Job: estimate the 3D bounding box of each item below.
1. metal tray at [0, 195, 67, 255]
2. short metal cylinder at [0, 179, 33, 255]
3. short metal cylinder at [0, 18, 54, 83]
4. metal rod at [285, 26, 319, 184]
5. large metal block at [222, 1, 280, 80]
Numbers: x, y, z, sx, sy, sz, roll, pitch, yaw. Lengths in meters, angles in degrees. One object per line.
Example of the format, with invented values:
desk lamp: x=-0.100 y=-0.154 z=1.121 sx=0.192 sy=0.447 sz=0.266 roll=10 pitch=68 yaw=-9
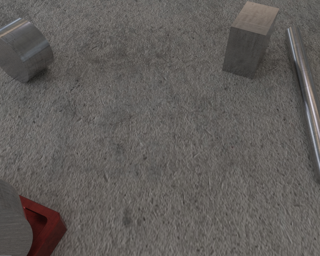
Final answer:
metal tray: x=-0.174 y=0.107 z=0.308 sx=0.130 sy=0.030 sz=0.090 roll=19 pitch=52 yaw=15
short metal cylinder: x=-0.158 y=0.089 z=0.267 sx=0.081 sy=0.080 sz=0.050 roll=-29 pitch=36 yaw=-22
short metal cylinder: x=-0.208 y=-0.115 z=0.462 sx=0.080 sy=0.080 sz=0.050 roll=26 pitch=55 yaw=20
metal rod: x=0.213 y=-0.055 z=0.450 sx=0.025 sy=0.025 sz=0.300 roll=6 pitch=50 yaw=5
large metal block: x=0.141 y=-0.137 z=0.483 sx=0.050 sy=0.080 sz=0.080 roll=21 pitch=53 yaw=17
